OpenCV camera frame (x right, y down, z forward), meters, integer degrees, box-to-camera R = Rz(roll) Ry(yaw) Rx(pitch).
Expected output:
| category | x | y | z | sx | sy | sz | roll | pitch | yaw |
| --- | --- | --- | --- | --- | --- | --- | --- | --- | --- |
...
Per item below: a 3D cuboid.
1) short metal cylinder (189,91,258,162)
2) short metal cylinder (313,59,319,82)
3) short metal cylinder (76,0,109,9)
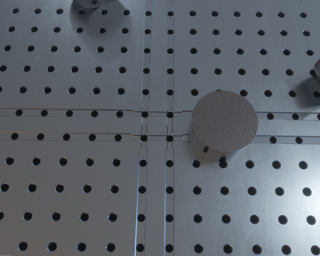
| category | x | y | z | sx | sy | sz | roll | pitch | yaw |
| --- | --- | --- | --- | --- | --- | --- | --- | --- | --- |
| short metal cylinder | 0.079 | -0.001 | 0.399 | 0.081 | 0.050 | 0.080 | 0 | 70 | 0 |
| short metal cylinder | 0.256 | -0.077 | 0.412 | 0.081 | 0.080 | 0.050 | -15 | 71 | -5 |
| short metal cylinder | -0.107 | -0.230 | 0.466 | 0.080 | 0.080 | 0.050 | -37 | 74 | -12 |
